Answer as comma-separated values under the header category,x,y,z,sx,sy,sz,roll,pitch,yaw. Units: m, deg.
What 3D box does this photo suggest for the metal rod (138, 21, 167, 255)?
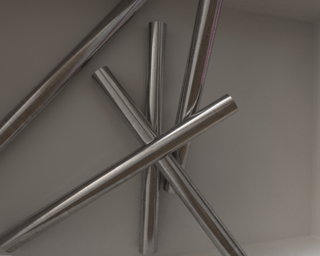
category,x,y,z,sx,sy,sz,roll,pitch,yaw
metal rod,-0.010,0.012,0.407,0.025,0.025,0.298,3,89,-20

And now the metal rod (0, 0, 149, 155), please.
category,x,y,z,sx,sy,sz,roll,pitch,yaw
metal rod,-0.118,-0.061,0.367,0.025,0.025,0.300,44,76,-15

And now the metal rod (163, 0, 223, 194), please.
category,x,y,z,sx,sy,sz,roll,pitch,yaw
metal rod,0.040,-0.053,0.362,0.025,0.025,0.298,1,115,-20

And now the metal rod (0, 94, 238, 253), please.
category,x,y,z,sx,sy,sz,roll,pitch,yaw
metal rod,-0.045,0.050,0.353,0.301,0.025,0.025,-32,101,-2

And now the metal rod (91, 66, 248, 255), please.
category,x,y,z,sx,sy,sz,roll,pitch,yaw
metal rod,0.014,0.051,0.380,0.025,0.025,0.299,-36,88,-17
